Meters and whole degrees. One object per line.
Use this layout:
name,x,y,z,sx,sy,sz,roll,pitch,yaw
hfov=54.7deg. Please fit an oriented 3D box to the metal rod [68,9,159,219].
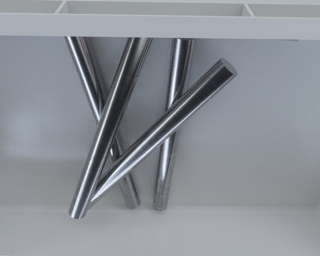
metal rod,-0.063,0.000,0.376,0.025,0.025,0.298,17,118,-14

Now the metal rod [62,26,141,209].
metal rod,-0.067,0.011,0.417,0.025,0.025,0.298,-7,130,5

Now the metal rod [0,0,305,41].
metal rod,-0.026,-0.105,0.288,0.302,0.025,0.025,6,131,6

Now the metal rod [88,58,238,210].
metal rod,-0.022,0.025,0.395,0.025,0.025,0.299,31,123,-24

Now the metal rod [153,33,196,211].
metal rod,0.013,0.015,0.421,0.025,0.025,0.298,4,130,-3
